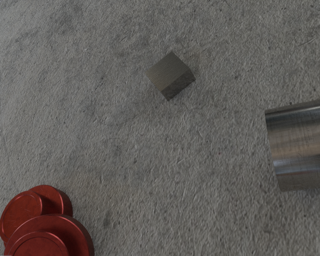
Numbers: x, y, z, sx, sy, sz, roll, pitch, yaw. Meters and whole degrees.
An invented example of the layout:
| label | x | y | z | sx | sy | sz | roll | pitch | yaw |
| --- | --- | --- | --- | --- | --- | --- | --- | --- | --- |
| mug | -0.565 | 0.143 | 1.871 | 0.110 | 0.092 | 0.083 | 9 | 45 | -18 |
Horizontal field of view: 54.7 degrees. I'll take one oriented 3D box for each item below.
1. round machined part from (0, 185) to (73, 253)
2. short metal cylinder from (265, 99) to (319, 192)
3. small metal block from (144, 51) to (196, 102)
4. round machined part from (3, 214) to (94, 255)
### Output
| label | x | y | z | sx | sy | sz | roll | pitch | yaw |
| --- | --- | --- | --- | --- | --- | --- | --- | --- | --- |
| round machined part | -0.168 | 0.121 | 0.405 | 0.098 | 0.042 | 0.098 | -13 | 56 | 20 |
| short metal cylinder | 0.132 | 0.017 | 0.289 | 0.050 | 0.080 | 0.080 | -12 | 57 | 22 |
| small metal block | 0.014 | -0.074 | 0.441 | 0.050 | 0.025 | 0.050 | -38 | 51 | 2 |
| round machined part | -0.126 | 0.146 | 0.341 | 0.099 | 0.042 | 0.098 | 0 | 79 | 3 |
